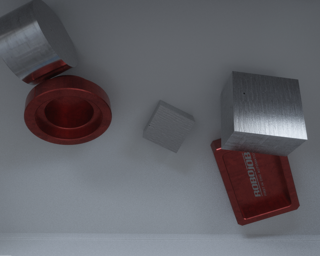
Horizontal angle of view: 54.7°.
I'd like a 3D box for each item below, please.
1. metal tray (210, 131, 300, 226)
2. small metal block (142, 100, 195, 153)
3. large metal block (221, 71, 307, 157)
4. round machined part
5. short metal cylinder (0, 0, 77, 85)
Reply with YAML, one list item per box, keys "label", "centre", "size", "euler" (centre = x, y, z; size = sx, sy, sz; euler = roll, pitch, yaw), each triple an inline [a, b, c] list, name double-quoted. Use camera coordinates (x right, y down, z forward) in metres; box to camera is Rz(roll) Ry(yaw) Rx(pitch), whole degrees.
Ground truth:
- label: "metal tray"
  centre: [0.134, 0.067, 0.435]
  size: [0.090, 0.030, 0.129]
  euler: [-19, 109, 6]
- label: "small metal block"
  centre: [0.011, -0.002, 0.411]
  size: [0.050, 0.025, 0.050]
  euler: [26, 108, -10]
- label: "large metal block"
  centre: [0.120, -0.016, 0.371]
  size: [0.081, 0.080, 0.050]
  euler: [7, 153, -3]
- label: "round machined part"
  centre: [-0.110, -0.026, 0.376]
  size: [0.099, 0.042, 0.097]
  euler: [-9, 141, -7]
- label: "short metal cylinder"
  centre: [-0.137, -0.094, 0.345]
  size: [0.050, 0.080, 0.080]
  euler: [-24, 109, 8]
